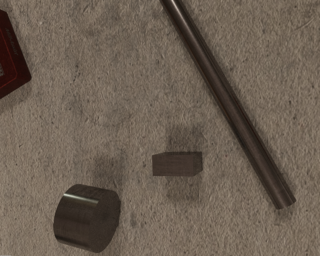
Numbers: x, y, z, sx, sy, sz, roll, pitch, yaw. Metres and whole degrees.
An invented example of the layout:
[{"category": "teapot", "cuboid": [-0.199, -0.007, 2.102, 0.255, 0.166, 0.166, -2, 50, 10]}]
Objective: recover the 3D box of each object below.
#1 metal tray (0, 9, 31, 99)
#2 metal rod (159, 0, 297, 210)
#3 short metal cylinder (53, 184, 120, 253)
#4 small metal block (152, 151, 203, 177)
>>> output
[{"category": "metal tray", "cuboid": [-0.271, -0.117, 0.499, 0.090, 0.030, 0.129, -26, 82, 17]}, {"category": "metal rod", "cuboid": [0.078, -0.043, 0.381, 0.025, 0.025, 0.299, -30, 80, 17]}, {"category": "short metal cylinder", "cuboid": [-0.094, 0.119, 0.412, 0.050, 0.080, 0.079, 7, 92, 19]}, {"category": "small metal block", "cuboid": [0.023, 0.044, 0.387, 0.050, 0.050, 0.025, -2, 89, 19]}]
